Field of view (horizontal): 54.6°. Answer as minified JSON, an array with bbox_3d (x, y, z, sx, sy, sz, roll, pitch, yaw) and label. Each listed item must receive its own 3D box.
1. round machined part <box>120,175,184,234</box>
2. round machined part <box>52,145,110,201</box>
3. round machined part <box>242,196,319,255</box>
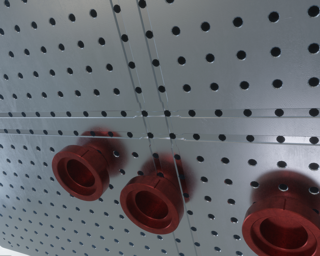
[{"bbox_3d":[-0.009,0.111,0.474,0.098,0.042,0.097,13,124,21],"label":"round machined part"},{"bbox_3d":[-0.124,0.069,0.509,0.098,0.042,0.097,13,124,21],"label":"round machined part"},{"bbox_3d":[0.158,0.126,0.395,0.098,0.042,0.097,13,124,21],"label":"round machined part"}]
